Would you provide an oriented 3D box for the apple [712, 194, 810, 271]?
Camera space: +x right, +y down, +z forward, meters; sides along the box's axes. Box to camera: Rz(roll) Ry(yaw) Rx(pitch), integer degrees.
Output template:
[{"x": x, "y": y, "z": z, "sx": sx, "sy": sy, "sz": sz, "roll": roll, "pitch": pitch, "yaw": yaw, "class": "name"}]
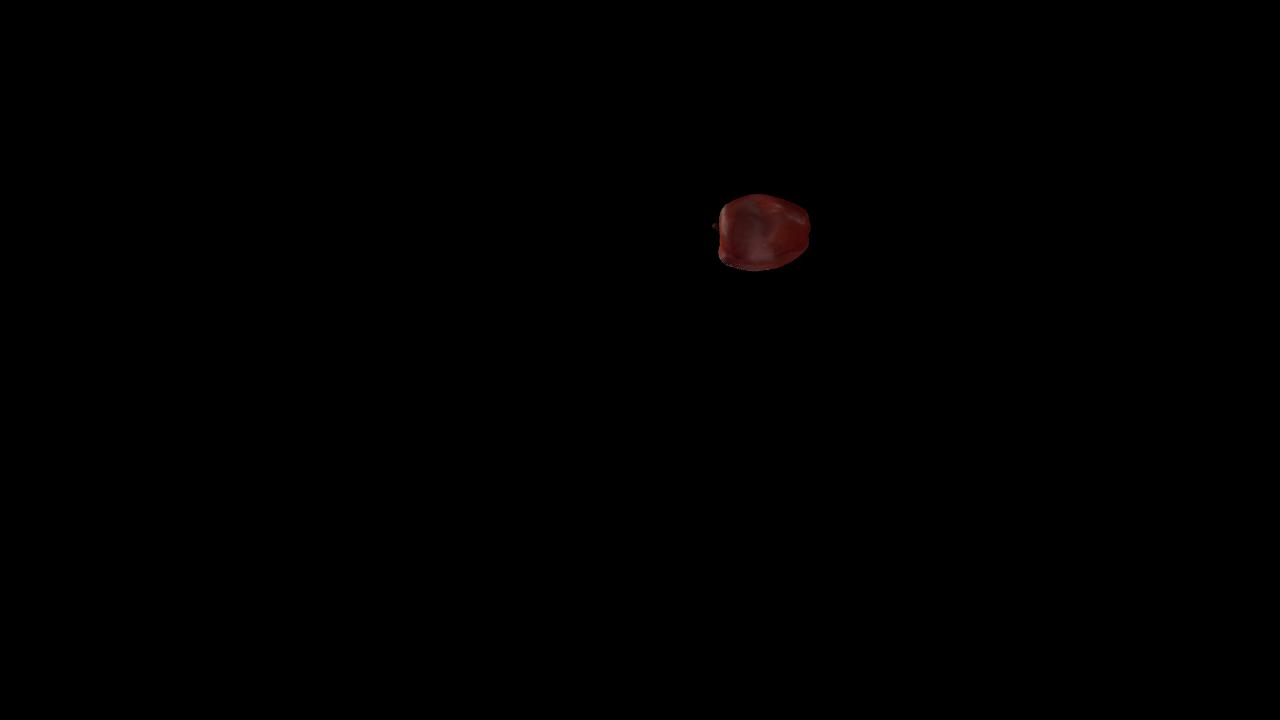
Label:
[{"x": 0.117, "y": -0.125, "z": 0.600, "sx": 0.093, "sy": 0.079, "sz": 0.079, "roll": 4, "pitch": 0, "yaw": 4, "class": "apple"}]
